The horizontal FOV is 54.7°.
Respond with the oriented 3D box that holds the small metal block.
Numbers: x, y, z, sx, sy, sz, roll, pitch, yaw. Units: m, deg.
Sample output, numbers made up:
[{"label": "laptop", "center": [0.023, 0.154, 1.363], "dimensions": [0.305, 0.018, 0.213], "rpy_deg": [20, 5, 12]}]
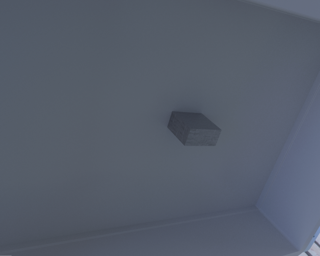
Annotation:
[{"label": "small metal block", "center": [0.046, 0.001, 0.420], "dimensions": [0.050, 0.050, 0.025], "rpy_deg": [2, 117, -30]}]
